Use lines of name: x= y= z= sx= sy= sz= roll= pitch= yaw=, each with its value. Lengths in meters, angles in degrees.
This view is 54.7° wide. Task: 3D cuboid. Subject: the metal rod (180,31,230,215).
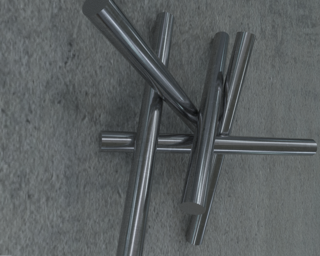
metal rod: x=0.065 y=-0.032 z=0.394 sx=0.025 sy=0.025 sz=0.300 roll=46 pitch=42 yaw=-30

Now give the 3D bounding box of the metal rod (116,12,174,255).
metal rod: x=-0.011 y=-0.010 z=0.353 sx=0.025 sy=0.025 sz=0.299 roll=27 pitch=60 yaw=-37

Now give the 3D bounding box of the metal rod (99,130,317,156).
metal rod: x=0.075 y=0.022 z=0.400 sx=0.302 sy=0.025 sz=0.025 roll=3 pitch=88 yaw=-19

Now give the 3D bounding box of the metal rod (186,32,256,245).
metal rod: x=0.082 y=0.020 z=0.430 sx=0.025 sy=0.025 sz=0.298 roll=6 pitch=100 yaw=-40

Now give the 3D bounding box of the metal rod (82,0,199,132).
metal rod: x=0.017 y=-0.037 z=0.355 sx=0.300 sy=0.025 sz=0.025 roll=42 pitch=63 yaw=-55
